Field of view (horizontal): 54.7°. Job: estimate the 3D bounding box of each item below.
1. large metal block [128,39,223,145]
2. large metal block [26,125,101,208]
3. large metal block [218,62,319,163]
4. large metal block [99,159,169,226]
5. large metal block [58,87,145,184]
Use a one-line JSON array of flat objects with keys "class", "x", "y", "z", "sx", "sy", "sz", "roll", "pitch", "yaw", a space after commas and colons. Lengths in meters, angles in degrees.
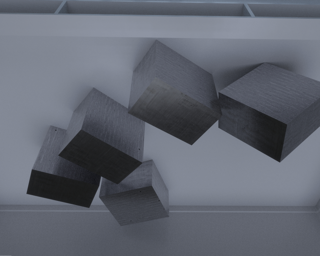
[{"class": "large metal block", "x": 0.015, "y": -0.039, "z": 0.339, "sx": 0.080, "sy": 0.080, "sz": 0.050, "roll": 27, "pitch": 125, "yaw": -21}, {"class": "large metal block", "x": -0.121, "y": 0.051, "z": 0.415, "sx": 0.081, "sy": 0.080, "sz": 0.050, "roll": 17, "pitch": 128, "yaw": -14}, {"class": "large metal block", "x": 0.121, "y": -0.021, "z": 0.334, "sx": 0.081, "sy": 0.080, "sz": 0.050, "roll": -33, "pitch": 136, "yaw": -26}, {"class": "large metal block", "x": -0.037, "y": 0.102, "z": 0.479, "sx": 0.080, "sy": 0.050, "sz": 0.080, "roll": -14, "pitch": 129, "yaw": 11}, {"class": "large metal block", "x": -0.067, "y": 0.009, "z": 0.380, "sx": 0.080, "sy": 0.080, "sz": 0.050, "roll": 32, "pitch": 123, "yaw": -24}]
